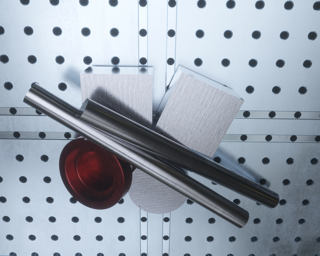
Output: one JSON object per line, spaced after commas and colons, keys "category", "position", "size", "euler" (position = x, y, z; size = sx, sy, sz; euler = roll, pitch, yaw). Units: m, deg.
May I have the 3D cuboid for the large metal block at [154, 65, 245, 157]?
{"category": "large metal block", "position": [0.044, -0.022, 0.387], "size": [0.080, 0.050, 0.080], "euler": [23, 108, -9]}

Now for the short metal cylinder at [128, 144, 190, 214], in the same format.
{"category": "short metal cylinder", "position": [-0.001, 0.068, 0.420], "size": [0.081, 0.050, 0.079], "euler": [0, 110, 0]}

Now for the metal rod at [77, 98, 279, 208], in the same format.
{"category": "metal rod", "position": [0.041, 0.042, 0.385], "size": [0.301, 0.025, 0.025], "euler": [27, 108, -25]}

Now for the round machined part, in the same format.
{"category": "round machined part", "position": [-0.080, 0.053, 0.407], "size": [0.098, 0.042, 0.097], "euler": [7, 108, 22]}

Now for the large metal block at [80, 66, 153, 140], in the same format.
{"category": "large metal block", "position": [-0.049, -0.031, 0.381], "size": [0.081, 0.050, 0.079], "euler": [1, 110, -1]}

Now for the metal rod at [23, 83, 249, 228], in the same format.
{"category": "metal rod", "position": [-0.017, 0.040, 0.369], "size": [0.301, 0.025, 0.025], "euler": [32, 107, -13]}
